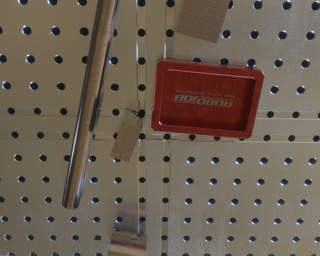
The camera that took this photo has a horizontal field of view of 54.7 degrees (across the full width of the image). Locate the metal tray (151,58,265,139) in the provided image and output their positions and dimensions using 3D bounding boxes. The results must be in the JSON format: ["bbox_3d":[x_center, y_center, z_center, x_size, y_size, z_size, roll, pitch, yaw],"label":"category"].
[{"bbox_3d":[0.058,-0.037,0.397,0.131,0.030,0.089,5,110,-3],"label":"metal tray"}]

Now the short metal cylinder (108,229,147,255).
[{"bbox_3d":[-0.052,0.193,0.455,0.050,0.080,0.079,12,110,-5],"label":"short metal cylinder"}]

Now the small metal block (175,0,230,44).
[{"bbox_3d":[0.049,-0.132,0.365,0.050,0.025,0.050,14,109,-6],"label":"small metal block"}]

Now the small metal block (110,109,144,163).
[{"bbox_3d":[-0.042,0.009,0.403,0.025,0.050,0.050,20,109,-8],"label":"small metal block"}]

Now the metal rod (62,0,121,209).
[{"bbox_3d":[-0.093,-0.024,0.403,0.025,0.025,0.298,14,109,-6],"label":"metal rod"}]
